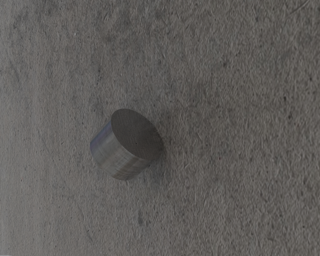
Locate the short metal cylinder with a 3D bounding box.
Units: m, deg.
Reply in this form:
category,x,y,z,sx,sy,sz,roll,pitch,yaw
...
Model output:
category,x,y,z,sx,sy,sz,roll,pitch,yaw
short metal cylinder,-0.043,0.021,0.406,0.050,0.081,0.080,-44,64,31
